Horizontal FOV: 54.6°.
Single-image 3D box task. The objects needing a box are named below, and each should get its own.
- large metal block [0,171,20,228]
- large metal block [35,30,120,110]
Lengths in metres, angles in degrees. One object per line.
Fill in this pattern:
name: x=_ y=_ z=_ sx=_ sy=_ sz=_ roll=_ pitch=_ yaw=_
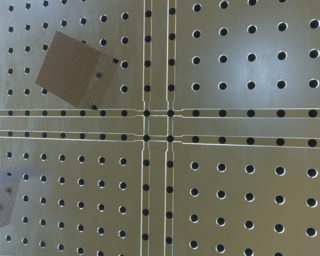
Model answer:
large metal block: x=-0.276 y=0.116 z=0.482 sx=0.050 sy=0.080 sz=0.080 roll=18 pitch=96 yaw=19
large metal block: x=-0.117 y=-0.080 z=0.441 sx=0.080 sy=0.050 sz=0.080 roll=29 pitch=100 yaw=17
